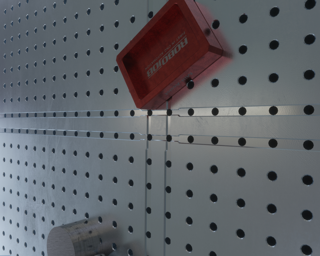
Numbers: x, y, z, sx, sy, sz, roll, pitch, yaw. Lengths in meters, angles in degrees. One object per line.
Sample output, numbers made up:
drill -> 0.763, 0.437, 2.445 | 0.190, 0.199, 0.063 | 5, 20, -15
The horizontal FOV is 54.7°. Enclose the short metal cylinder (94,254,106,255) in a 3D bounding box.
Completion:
short metal cylinder -> -0.106, 0.234, 0.461 | 0.050, 0.081, 0.080 | 52, 120, 27

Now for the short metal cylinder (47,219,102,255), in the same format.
short metal cylinder -> -0.142, 0.197, 0.511 | 0.080, 0.050, 0.079 | 0, 90, 40

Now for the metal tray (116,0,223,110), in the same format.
metal tray -> 0.006, -0.094, 0.401 | 0.130, 0.030, 0.090 | -37, 67, 33
